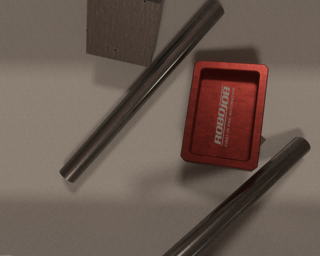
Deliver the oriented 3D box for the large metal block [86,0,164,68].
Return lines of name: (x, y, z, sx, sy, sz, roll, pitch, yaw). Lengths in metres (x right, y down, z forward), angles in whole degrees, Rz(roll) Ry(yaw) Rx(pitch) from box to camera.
large metal block: (-0.042, -0.129, 0.378, 0.080, 0.050, 0.079, 13, 131, -1)

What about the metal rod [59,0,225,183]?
metal rod: (-0.023, -0.048, 0.411, 0.025, 0.025, 0.300, 42, 90, -1)

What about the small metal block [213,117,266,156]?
small metal block: (0.102, 0.017, 0.413, 0.050, 0.025, 0.050, 41, 90, -1)

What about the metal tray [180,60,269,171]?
metal tray: (0.081, -0.016, 0.388, 0.090, 0.030, 0.129, 7, 80, 14)

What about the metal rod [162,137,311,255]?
metal rod: (0.076, 0.099, 0.354, 0.302, 0.025, 0.025, -34, 90, -24)
